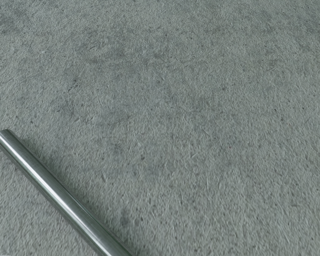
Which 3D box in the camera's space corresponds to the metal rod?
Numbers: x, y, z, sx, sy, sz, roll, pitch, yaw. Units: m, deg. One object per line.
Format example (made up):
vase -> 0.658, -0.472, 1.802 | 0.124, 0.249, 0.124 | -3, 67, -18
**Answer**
metal rod -> -0.086, 0.091, 0.325 | 0.300, 0.025, 0.025 | 36, 58, 26
